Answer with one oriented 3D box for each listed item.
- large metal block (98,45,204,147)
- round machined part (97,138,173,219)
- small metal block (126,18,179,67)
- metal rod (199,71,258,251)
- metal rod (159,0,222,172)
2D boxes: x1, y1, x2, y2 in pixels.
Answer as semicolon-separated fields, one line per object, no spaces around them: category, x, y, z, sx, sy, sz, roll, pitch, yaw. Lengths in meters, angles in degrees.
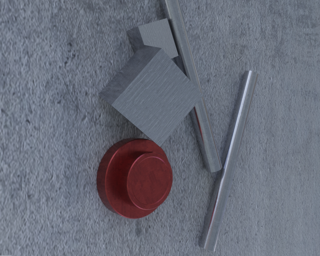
large metal block;-0.010;-0.039;0.365;0.080;0.050;0.080;-50;122;-4
round machined part;-0.023;0.061;0.376;0.099;0.042;0.097;0;90;-40
small metal block;-0.009;-0.109;0.399;0.050;0.025;0.050;-30;109;-36
metal rod;0.115;0.044;0.503;0.025;0.025;0.299;29;72;-37
metal rod;0.041;-0.076;0.441;0.025;0.025;0.298;-28;108;-37
